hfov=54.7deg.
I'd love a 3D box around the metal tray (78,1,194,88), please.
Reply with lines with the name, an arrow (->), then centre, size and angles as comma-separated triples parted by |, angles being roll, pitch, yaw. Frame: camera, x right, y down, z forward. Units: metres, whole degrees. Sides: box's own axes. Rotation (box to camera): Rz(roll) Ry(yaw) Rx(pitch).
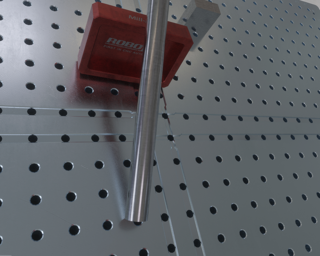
metal tray -> -0.034, -0.103, 0.409 | 0.131, 0.089, 0.030 | 6, 50, -25

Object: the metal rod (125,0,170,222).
metal rod -> -0.011, -0.049, 0.351 | 0.025, 0.025, 0.298 | 8, 84, -24

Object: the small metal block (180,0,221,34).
small metal block -> 0.071, -0.199, 0.552 | 0.050, 0.050, 0.025 | 5, 60, -26
